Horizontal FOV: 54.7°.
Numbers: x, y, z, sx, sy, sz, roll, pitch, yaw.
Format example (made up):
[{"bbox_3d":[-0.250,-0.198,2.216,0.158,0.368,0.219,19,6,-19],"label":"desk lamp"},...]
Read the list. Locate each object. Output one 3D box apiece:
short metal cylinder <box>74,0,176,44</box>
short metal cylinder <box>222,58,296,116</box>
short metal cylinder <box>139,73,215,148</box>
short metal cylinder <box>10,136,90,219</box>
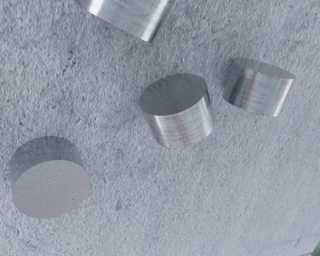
[{"bbox_3d":[-0.030,-0.118,0.281,0.081,0.080,0.050,17,109,-35],"label":"short metal cylinder"},{"bbox_3d":[0.128,-0.055,0.407,0.081,0.080,0.050,0,119,-28],"label":"short metal cylinder"},{"bbox_3d":[0.021,-0.022,0.369,0.080,0.080,0.050,-29,128,-10],"label":"short metal cylinder"},{"bbox_3d":[-0.127,0.056,0.356,0.081,0.050,0.079,-14,124,-21],"label":"short metal cylinder"}]
